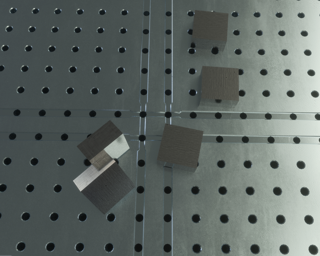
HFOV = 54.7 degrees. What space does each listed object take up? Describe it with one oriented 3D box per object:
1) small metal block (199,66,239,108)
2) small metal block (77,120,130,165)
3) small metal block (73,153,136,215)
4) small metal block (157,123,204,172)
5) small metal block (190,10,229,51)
[{"bbox_3d":[0.082,-0.057,0.434,0.050,0.025,0.050,4,70,1],"label":"small metal block"},{"bbox_3d":[-0.069,0.024,0.387,0.050,0.050,0.025,-40,69,-13],"label":"small metal block"},{"bbox_3d":[-0.065,0.067,0.371,0.050,0.050,0.025,-41,38,-14],"label":"small metal block"},{"bbox_3d":[0.026,0.026,0.403,0.050,0.025,0.050,12,70,4],"label":"small metal block"},{"bbox_3d":[0.074,-0.147,0.466,0.050,0.025,0.050,7,70,2],"label":"small metal block"}]
